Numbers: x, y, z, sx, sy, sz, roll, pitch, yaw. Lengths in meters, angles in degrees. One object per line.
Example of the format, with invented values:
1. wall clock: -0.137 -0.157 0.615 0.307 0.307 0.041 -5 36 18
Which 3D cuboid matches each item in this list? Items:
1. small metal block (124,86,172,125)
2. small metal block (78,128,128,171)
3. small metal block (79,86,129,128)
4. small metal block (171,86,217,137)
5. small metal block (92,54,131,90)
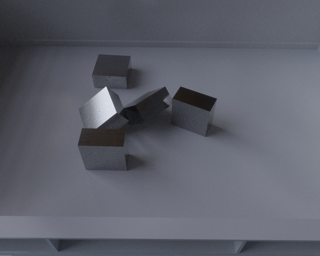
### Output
1. small metal block: -0.018 -0.029 0.411 0.050 0.025 0.050 -35 14 -26
2. small metal block: -0.065 0.026 0.366 0.050 0.050 0.025 1 50 1
3. small metal block: -0.074 -0.017 0.403 0.050 0.025 0.050 -37 52 13
4. small metal block: 0.044 -0.021 0.407 0.050 0.050 0.025 21 53 16
5. small metal block: -0.073 -0.087 0.477 0.050 0.025 0.050 4 50 2
